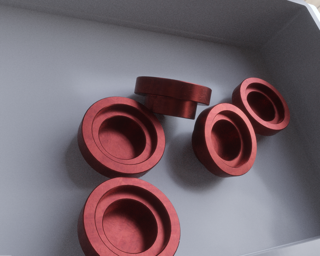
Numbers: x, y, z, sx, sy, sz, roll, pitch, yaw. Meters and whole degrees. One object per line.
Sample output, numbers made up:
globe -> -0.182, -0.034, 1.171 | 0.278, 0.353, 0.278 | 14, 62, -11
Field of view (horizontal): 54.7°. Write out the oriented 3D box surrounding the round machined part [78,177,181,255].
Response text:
round machined part -> -0.033, 0.101, 0.308 | 0.099, 0.042, 0.098 | 18, 42, -17

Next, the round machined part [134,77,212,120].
round machined part -> 0.015, -0.036, 0.403 | 0.099, 0.098, 0.042 | 8, 93, -24

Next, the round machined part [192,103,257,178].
round machined part -> 0.082, 0.018, 0.419 | 0.099, 0.042, 0.098 | 11, 71, -33

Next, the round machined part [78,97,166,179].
round machined part -> -0.047, 0.015, 0.361 | 0.099, 0.042, 0.098 | 14, 56, -21

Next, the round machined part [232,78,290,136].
round machined part -> 0.156, -0.030, 0.500 | 0.099, 0.042, 0.098 | 14, 56, -21
